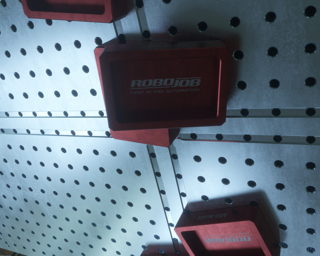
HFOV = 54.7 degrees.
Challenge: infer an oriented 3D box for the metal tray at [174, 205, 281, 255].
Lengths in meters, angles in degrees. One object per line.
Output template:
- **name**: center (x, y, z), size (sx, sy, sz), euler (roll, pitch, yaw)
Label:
- **metal tray**: center (0.097, 0.165, 0.457), size (0.130, 0.030, 0.090), euler (-19, 109, 35)

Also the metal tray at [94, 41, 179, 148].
- **metal tray**: center (-0.027, -0.042, 0.395), size (0.090, 0.030, 0.129), euler (8, 122, 23)

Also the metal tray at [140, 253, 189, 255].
- **metal tray**: center (0.027, 0.270, 0.560), size (0.130, 0.030, 0.090), euler (-17, 110, 34)

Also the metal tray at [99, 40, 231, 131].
- **metal tray**: center (0.006, -0.045, 0.338), size (0.131, 0.030, 0.089), euler (-3, 119, -1)

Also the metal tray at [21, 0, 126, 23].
- **metal tray**: center (-0.106, -0.172, 0.355), size (0.130, 0.030, 0.089), euler (11, 123, 21)
